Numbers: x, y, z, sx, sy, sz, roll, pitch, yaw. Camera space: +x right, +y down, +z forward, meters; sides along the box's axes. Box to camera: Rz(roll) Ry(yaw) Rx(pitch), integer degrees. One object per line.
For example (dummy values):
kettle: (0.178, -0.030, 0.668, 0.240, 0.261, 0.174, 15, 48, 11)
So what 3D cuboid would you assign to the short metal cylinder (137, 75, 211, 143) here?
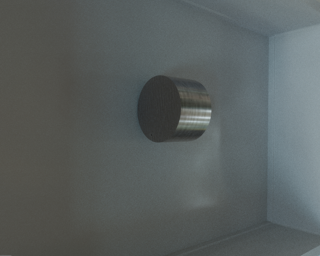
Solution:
short metal cylinder: (0.016, -0.023, 0.383, 0.050, 0.080, 0.079, 0, 90, -40)
